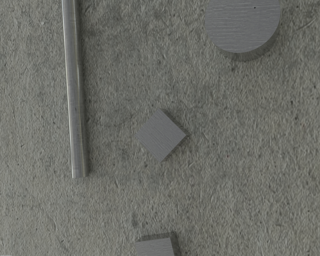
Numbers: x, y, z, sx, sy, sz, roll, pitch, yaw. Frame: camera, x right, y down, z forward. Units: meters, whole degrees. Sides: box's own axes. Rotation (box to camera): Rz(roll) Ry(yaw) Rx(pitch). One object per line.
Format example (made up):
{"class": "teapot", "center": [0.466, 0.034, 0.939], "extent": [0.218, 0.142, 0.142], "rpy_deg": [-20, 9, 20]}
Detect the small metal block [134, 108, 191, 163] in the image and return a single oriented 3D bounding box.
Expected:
{"class": "small metal block", "center": [0.004, 0.009, 0.408], "extent": [0.050, 0.025, 0.050], "rpy_deg": [45, 104, 14]}

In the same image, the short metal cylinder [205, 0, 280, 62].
{"class": "short metal cylinder", "center": [0.097, -0.122, 0.361], "extent": [0.080, 0.050, 0.080], "rpy_deg": [0, 90, 20]}

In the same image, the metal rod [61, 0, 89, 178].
{"class": "metal rod", "center": [-0.125, -0.078, 0.453], "extent": [0.025, 0.025, 0.298], "rpy_deg": [-4, 89, 20]}

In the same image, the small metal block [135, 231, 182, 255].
{"class": "small metal block", "center": [0.000, 0.169, 0.409], "extent": [0.050, 0.025, 0.050], "rpy_deg": [-15, 85, 19]}
